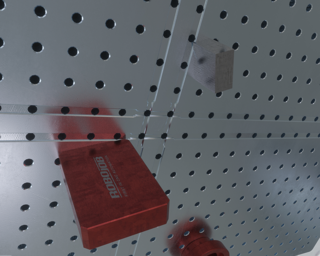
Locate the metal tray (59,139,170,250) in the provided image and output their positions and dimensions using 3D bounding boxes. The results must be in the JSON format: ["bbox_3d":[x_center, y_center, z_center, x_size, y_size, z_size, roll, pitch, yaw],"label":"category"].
[{"bbox_3d":[-0.057,0.065,0.352,0.091,0.130,0.030,-12,124,-22],"label":"metal tray"}]

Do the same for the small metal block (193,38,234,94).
[{"bbox_3d":[0.065,-0.078,0.382,0.025,0.050,0.050,-18,126,-18],"label":"small metal block"}]

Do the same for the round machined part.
[{"bbox_3d":[0.082,0.253,0.601,0.099,0.042,0.097,-14,124,-21],"label":"round machined part"}]

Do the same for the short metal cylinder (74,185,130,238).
[{"bbox_3d":[-0.067,0.091,0.395,0.081,0.080,0.050,-4,120,-27],"label":"short metal cylinder"}]
